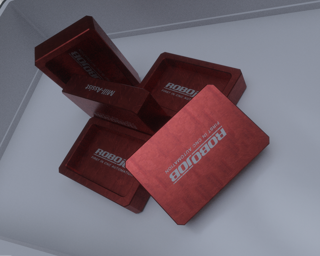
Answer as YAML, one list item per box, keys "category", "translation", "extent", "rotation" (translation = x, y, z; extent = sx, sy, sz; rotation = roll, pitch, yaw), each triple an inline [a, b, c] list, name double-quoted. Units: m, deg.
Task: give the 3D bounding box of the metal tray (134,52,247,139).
- category: "metal tray"
  translation: [0.034, -0.047, 0.410]
  extent: [0.130, 0.030, 0.090]
  rotation: [23, 74, 36]

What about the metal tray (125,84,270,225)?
- category: "metal tray"
  translation: [0.039, 0.028, 0.337]
  extent: [0.130, 0.030, 0.090]
  rotation: [-43, 80, -2]

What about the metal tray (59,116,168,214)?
- category: "metal tray"
  translation: [-0.061, 0.043, 0.403]
  extent: [0.130, 0.030, 0.090]
  rotation: [17, 70, 34]

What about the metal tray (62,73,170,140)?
- category: "metal tray"
  translation: [-0.053, -0.024, 0.401]
  extent: [0.130, 0.090, 0.030]
  rotation: [17, 71, 34]

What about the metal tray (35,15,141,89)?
- category: "metal tray"
  translation: [-0.095, -0.081, 0.433]
  extent: [0.090, 0.130, 0.030]
  rotation: [-27, 53, 12]
